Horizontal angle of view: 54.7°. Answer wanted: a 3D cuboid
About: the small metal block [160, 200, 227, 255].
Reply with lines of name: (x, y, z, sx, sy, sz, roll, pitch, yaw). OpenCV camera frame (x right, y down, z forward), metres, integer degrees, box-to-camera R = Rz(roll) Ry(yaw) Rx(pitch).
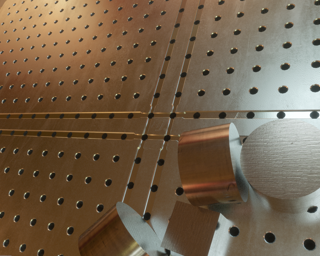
small metal block: (0.036, 0.109, 0.323, 0.050, 0.025, 0.050, 9, 66, 32)

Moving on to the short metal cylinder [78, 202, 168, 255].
short metal cylinder: (-0.036, 0.123, 0.317, 0.050, 0.080, 0.080, -42, 51, 0)

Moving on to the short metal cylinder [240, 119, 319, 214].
short metal cylinder: (0.125, 0.038, 0.304, 0.080, 0.050, 0.080, -13, 56, 21)

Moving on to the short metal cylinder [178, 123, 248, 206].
short metal cylinder: (0.057, 0.038, 0.320, 0.050, 0.080, 0.080, -11, 57, 22)
